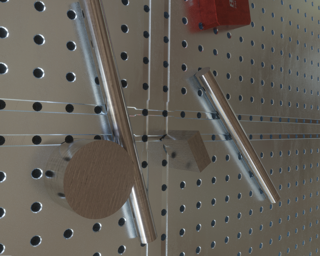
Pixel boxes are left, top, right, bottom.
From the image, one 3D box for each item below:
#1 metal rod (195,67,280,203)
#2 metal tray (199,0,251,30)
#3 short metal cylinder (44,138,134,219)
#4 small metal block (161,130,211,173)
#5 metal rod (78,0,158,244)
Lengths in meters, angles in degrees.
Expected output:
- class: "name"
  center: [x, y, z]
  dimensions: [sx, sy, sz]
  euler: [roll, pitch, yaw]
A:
- class: "metal rod"
  center: [0.142, 0.025, 0.531]
  dimensions: [0.025, 0.025, 0.299]
  euler: [-51, 120, -28]
- class: "metal tray"
  center: [0.099, -0.226, 0.491]
  dimensions: [0.091, 0.030, 0.129]
  euler: [-17, 101, -39]
- class: "short metal cylinder"
  center: [-0.075, 0.052, 0.332]
  dimensions: [0.081, 0.050, 0.079]
  euler: [0, 90, -40]
- class: "small metal block"
  center: [0.036, 0.031, 0.425]
  dimensions: [0.025, 0.050, 0.050]
  euler: [-37, 113, -34]
- class: "metal rod"
  center: [-0.047, -0.002, 0.371]
  dimensions: [0.025, 0.025, 0.298]
  euler: [-21, 103, -38]
